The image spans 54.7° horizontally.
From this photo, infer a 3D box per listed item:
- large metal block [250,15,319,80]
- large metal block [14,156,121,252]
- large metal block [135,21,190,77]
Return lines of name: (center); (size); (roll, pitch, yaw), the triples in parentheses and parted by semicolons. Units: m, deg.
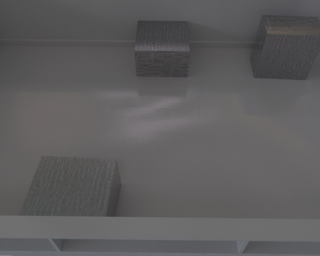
large metal block: (0.190, -0.121, 0.472); (0.080, 0.080, 0.050); (3, 50, 2)
large metal block: (-0.089, 0.078, 0.323); (0.080, 0.050, 0.080); (3, 50, 2)
large metal block: (0.004, -0.127, 0.495); (0.080, 0.050, 0.080); (1, 50, 0)
